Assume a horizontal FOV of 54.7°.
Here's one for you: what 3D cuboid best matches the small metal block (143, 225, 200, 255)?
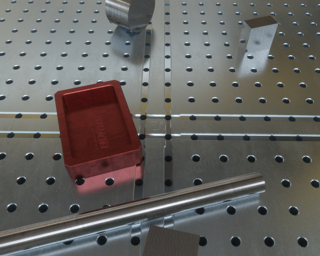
[{"bbox_3d":[0.009,0.128,0.301,0.050,0.025,0.050,10,51,8],"label":"small metal block"}]

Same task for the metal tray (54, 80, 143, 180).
[{"bbox_3d":[-0.083,-0.003,0.405,0.091,0.030,0.130,-14,51,-12],"label":"metal tray"}]

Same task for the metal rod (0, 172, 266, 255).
[{"bbox_3d":[-0.031,0.091,0.330,0.302,0.025,0.025,-11,51,-10],"label":"metal rod"}]

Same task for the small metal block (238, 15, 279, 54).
[{"bbox_3d":[0.166,-0.158,0.527,0.050,0.050,0.025,-15,52,-13],"label":"small metal block"}]

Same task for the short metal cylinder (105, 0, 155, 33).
[{"bbox_3d":[-0.052,-0.219,0.555,0.050,0.080,0.080,28,55,21],"label":"short metal cylinder"}]
